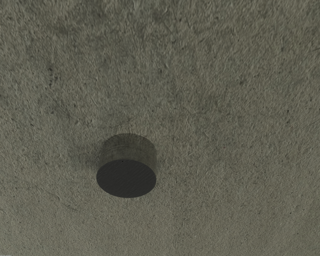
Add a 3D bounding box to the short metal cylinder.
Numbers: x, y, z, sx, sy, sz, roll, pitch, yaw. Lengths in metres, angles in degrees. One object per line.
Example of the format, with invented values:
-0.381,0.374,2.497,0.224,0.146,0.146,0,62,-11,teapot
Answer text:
-0.045,0.054,0.436,0.080,0.050,0.080,0,130,0,short metal cylinder
